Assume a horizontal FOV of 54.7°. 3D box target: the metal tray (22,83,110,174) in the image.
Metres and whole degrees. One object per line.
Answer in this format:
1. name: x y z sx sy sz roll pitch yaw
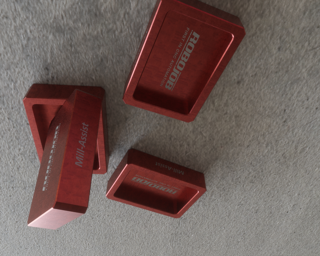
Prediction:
1. metal tray: -0.116 0.006 0.407 0.091 0.030 0.129 2 130 -3

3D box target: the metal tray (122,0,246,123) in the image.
1. metal tray: 0.021 -0.072 0.342 0.091 0.030 0.129 16 128 -14

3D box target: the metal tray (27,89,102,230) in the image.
1. metal tray: -0.102 0.034 0.333 0.030 0.130 0.090 20 144 -29

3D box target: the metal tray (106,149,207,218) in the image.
1. metal tray: -0.006 0.090 0.480 0.131 0.030 0.089 21 127 -18
